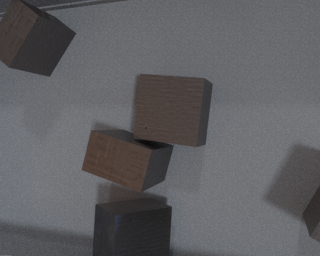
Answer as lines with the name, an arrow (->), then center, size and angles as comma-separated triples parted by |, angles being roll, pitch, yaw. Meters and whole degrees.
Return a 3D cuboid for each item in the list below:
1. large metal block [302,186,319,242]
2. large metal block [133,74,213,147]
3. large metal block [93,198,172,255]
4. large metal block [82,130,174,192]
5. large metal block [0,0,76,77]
large metal block -> 0.192, 0.078, 0.313 | 0.050, 0.080, 0.080 | 29, 100, 17
large metal block -> 0.018, -0.022, 0.391 | 0.080, 0.050, 0.079 | 7, 93, 19
large metal block -> -0.034, 0.136, 0.385 | 0.050, 0.081, 0.080 | 4, 91, 52
large metal block -> -0.038, 0.037, 0.395 | 0.080, 0.080, 0.050 | 17, 96, 19
large metal block -> -0.182, -0.127, 0.446 | 0.050, 0.080, 0.080 | 39, 103, 16
